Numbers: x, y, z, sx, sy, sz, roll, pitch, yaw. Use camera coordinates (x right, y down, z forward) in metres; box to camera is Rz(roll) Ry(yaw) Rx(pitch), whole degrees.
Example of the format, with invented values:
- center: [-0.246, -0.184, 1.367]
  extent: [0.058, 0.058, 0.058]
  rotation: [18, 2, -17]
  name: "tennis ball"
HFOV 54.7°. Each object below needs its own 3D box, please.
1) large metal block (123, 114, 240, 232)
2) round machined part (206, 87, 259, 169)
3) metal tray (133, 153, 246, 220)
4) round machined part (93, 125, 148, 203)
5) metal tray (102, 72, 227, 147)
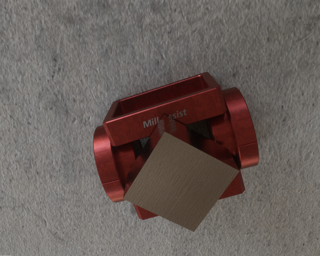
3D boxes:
- center: [0.019, 0.045, 0.316]
  extent: [0.080, 0.050, 0.080]
  rotation: [28, 107, -10]
  name: "large metal block"
- center: [0.082, 0.003, 0.374]
  extent: [0.042, 0.098, 0.097]
  rotation: [-15, 110, 5]
  name: "round machined part"
- center: [0.033, 0.064, 0.399]
  extent: [0.131, 0.090, 0.030]
  rotation: [-16, 110, 5]
  name: "metal tray"
- center: [-0.044, 0.040, 0.386]
  extent: [0.042, 0.098, 0.097]
  rotation: [-15, 110, 5]
  name: "round machined part"
- center: [0.004, -0.026, 0.368]
  extent: [0.131, 0.090, 0.030]
  rotation: [-17, 109, 6]
  name: "metal tray"
